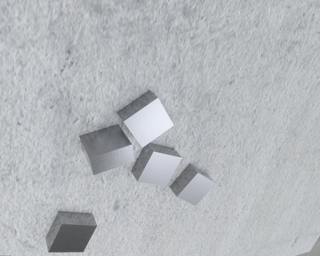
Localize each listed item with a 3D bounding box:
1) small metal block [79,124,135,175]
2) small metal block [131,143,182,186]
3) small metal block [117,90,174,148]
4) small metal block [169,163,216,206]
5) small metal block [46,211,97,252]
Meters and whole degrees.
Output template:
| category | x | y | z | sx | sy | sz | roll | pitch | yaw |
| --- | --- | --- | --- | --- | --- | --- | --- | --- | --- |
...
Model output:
| category | x | y | z | sx | sy | sz | roll | pitch | yaw |
| --- | --- | --- | --- | --- | --- | --- | --- | --- | --- |
| small metal block | -0.064 | 0.024 | 0.372 | 0.050 | 0.050 | 0.025 | -18 | 126 | -19 |
| small metal block | -0.005 | 0.052 | 0.438 | 0.050 | 0.025 | 0.050 | 16 | 110 | -35 |
| small metal block | -0.018 | -0.011 | 0.392 | 0.050 | 0.025 | 0.050 | -35 | 129 | -5 |
| small metal block | 0.052 | 0.091 | 0.494 | 0.050 | 0.025 | 0.050 | 34 | 99 | -39 |
| small metal block | -0.123 | 0.145 | 0.430 | 0.050 | 0.025 | 0.050 | 16 | 110 | -35 |
